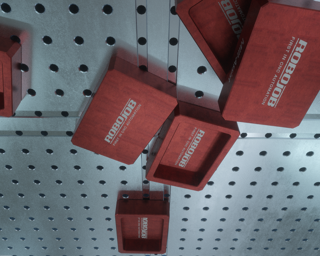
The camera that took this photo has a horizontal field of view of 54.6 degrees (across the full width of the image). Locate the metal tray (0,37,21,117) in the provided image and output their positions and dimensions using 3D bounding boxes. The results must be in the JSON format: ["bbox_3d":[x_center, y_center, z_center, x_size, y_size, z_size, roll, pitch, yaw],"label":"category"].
[{"bbox_3d":[-0.229,-0.067,0.348,0.131,0.030,0.089,12,129,-11],"label":"metal tray"}]

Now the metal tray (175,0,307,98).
[{"bbox_3d":[0.086,-0.101,0.322,0.090,0.030,0.130,-28,125,21],"label":"metal tray"}]

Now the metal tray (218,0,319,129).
[{"bbox_3d":[0.121,-0.062,0.317,0.091,0.030,0.129,7,130,-6],"label":"metal tray"}]

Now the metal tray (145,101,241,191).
[{"bbox_3d":[0.041,0.031,0.434,0.091,0.030,0.129,14,129,-12],"label":"metal tray"}]

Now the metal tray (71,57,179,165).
[{"bbox_3d":[-0.047,-0.015,0.395,0.090,0.030,0.129,23,126,-19],"label":"metal tray"}]

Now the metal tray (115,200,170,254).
[{"bbox_3d":[-0.031,0.182,0.562,0.091,0.030,0.129,2,130,-2],"label":"metal tray"}]
